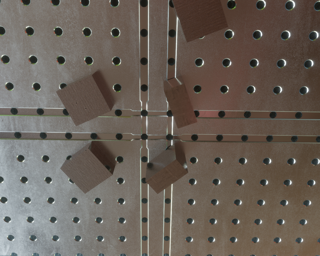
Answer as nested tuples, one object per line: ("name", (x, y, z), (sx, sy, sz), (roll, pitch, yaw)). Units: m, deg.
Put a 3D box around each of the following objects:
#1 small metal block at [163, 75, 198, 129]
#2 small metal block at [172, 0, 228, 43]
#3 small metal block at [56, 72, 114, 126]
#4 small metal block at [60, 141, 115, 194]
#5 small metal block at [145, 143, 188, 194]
("small metal block", (0.025, -0.034, 0.388), (0.025, 0.050, 0.050), (-19, 109, 7))
("small metal block", (0.046, -0.135, 0.364), (0.050, 0.025, 0.050), (-20, 109, 7))
("small metal block", (-0.095, -0.037, 0.399), (0.050, 0.025, 0.050), (-23, 109, 8))
("small metal block", (-0.100, 0.055, 0.433), (0.050, 0.025, 0.050), (-35, 107, 12))
("small metal block", (0.009, 0.054, 0.420), (0.050, 0.050, 0.025), (-37, 106, 12))
